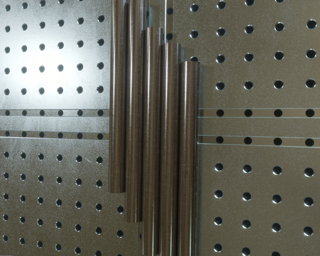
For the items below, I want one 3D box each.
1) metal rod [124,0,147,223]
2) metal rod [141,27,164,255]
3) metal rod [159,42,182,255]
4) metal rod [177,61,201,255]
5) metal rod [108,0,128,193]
[{"bbox_3d":[-0.033,-0.023,0.422,0.025,0.025,0.298,1,90,19],"label":"metal rod"},{"bbox_3d":[-0.010,0.018,0.414,0.025,0.025,0.298,1,90,19],"label":"metal rod"},{"bbox_3d":[0.013,0.040,0.406,0.025,0.025,0.298,1,90,19],"label":"metal rod"},{"bbox_3d":[0.037,0.066,0.398,0.025,0.025,0.298,1,90,19],"label":"metal rod"},{"bbox_3d":[-0.057,-0.060,0.431,0.025,0.025,0.298,1,90,19],"label":"metal rod"}]
